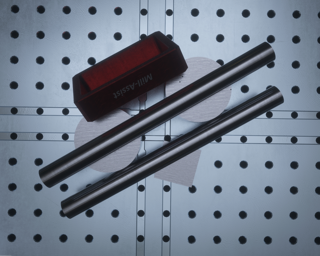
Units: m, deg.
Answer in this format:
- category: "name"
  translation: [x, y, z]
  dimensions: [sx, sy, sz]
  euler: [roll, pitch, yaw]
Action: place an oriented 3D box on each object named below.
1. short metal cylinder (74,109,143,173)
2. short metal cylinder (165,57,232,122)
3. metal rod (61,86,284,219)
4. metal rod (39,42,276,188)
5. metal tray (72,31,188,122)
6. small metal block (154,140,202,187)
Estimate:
- category: "short metal cylinder"
  translation: [-0.064, 0.014, 0.400]
  dimensions: [0.081, 0.050, 0.079]
  euler: [0, 90, -1]
- category: "short metal cylinder"
  translation: [0.047, -0.047, 0.402]
  dimensions: [0.081, 0.050, 0.079]
  euler: [0, 90, -1]
- category: "metal rod"
  translation: [0.016, 0.030, 0.387]
  dimensions: [0.301, 0.025, 0.025]
  euler: [-29, 90, -1]
- category: "metal rod"
  translation: [-0.003, -0.016, 0.362]
  dimensions: [0.301, 0.025, 0.025]
  euler: [-30, 90, -1]
- category: "metal tray"
  translation: [-0.041, -0.067, 0.379]
  dimensions: [0.130, 0.090, 0.030]
  euler: [-29, 122, -1]
- category: "small metal block"
  translation: [0.023, 0.046, 0.413]
  dimensions: [0.050, 0.025, 0.050]
  euler: [15, 90, -1]
